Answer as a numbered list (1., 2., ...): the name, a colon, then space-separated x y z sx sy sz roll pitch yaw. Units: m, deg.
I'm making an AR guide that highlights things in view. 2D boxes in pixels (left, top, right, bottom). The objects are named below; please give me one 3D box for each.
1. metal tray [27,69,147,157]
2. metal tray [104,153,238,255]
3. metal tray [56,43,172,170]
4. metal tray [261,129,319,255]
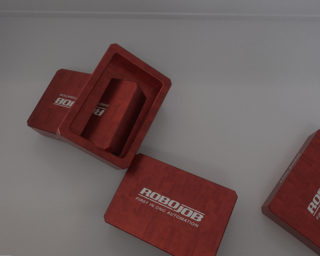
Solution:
1. metal tray: -0.093 -0.023 0.392 0.130 0.030 0.090 14 69 25
2. metal tray: 0.013 0.094 0.361 0.130 0.030 0.090 20 71 18
3. metal tray: -0.053 -0.026 0.377 0.090 0.030 0.130 32 71 -15
4. metal tray: 0.199 0.077 0.380 0.090 0.030 0.130 37 74 12
